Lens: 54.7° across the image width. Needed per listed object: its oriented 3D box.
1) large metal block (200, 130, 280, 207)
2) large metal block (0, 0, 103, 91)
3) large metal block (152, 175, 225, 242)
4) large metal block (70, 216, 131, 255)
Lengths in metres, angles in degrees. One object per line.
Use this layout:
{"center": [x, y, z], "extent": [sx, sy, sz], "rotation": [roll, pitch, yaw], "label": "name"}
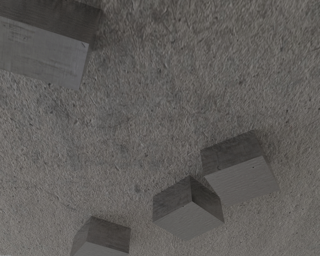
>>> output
{"center": [0.113, 0.060, 0.442], "extent": [0.080, 0.050, 0.080], "rotation": [-24, 127, 18], "label": "large metal block"}
{"center": [-0.105, -0.088, 0.295], "extent": [0.081, 0.080, 0.050], "rotation": [15, 128, -13], "label": "large metal block"}
{"center": [0.045, 0.133, 0.504], "extent": [0.080, 0.050, 0.080], "rotation": [-36, 122, 26], "label": "large metal block"}
{"center": [-0.110, 0.216, 0.573], "extent": [0.080, 0.050, 0.080], "rotation": [25, 126, -20], "label": "large metal block"}
